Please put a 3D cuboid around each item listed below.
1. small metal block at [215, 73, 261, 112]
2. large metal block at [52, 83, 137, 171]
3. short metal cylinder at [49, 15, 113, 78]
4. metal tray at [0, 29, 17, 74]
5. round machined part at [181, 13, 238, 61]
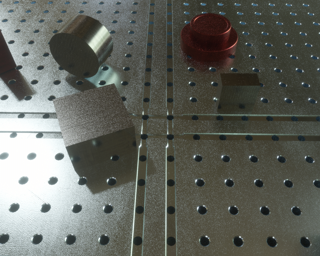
[{"bbox_3d":[0.107,-0.049,0.433,0.050,0.050,0.025,0,50,0],"label":"small metal block"},{"bbox_3d":[-0.082,-0.003,0.393,0.081,0.050,0.080,-18,52,-14],"label":"large metal block"},{"bbox_3d":[-0.119,-0.124,0.475,0.080,0.080,0.050,15,52,12],"label":"short metal cylinder"},{"bbox_3d":[-0.284,-0.155,0.493,0.030,0.090,0.130,-33,58,-24],"label":"metal tray"},{"bbox_3d":[0.085,-0.162,0.533,0.099,0.042,0.098,0,50,0],"label":"round machined part"}]
